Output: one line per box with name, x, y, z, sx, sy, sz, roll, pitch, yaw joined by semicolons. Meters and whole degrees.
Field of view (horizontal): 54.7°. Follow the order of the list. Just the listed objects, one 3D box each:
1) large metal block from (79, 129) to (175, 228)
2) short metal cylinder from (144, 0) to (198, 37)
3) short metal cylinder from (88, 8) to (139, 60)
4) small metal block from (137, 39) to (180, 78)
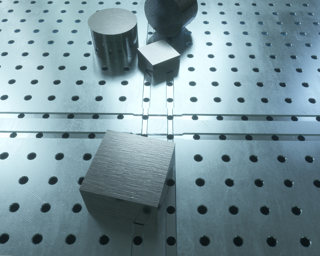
large metal block;-0.032;0.054;0.345;0.080;0.050;0.080;11;51;9
short metal cylinder;0.020;-0.211;0.549;0.080;0.080;0.050;27;55;21
short metal cylinder;-0.077;-0.160;0.525;0.081;0.050;0.080;0;50;0
small metal block;-0.002;-0.114;0.503;0.050;0.025;0.050;-25;54;-20
